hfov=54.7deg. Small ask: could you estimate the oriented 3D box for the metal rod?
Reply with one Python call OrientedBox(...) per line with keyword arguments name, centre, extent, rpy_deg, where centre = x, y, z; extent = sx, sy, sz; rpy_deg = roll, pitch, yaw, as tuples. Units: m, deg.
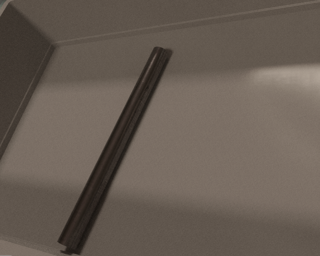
OrientedBox(name="metal rod", centre=(-0.056, 0.013, 0.425), extent=(0.025, 0.025, 0.300), rpy_deg=(11, 67, 32))
